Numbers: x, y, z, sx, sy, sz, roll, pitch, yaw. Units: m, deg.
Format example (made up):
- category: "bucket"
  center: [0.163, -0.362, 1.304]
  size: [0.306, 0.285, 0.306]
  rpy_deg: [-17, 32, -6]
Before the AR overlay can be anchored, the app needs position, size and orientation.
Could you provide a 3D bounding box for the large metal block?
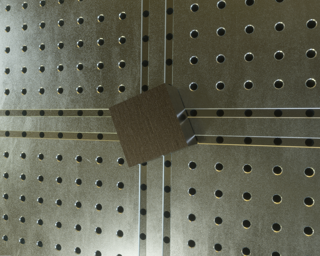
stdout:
- category: "large metal block"
  center: [-0.008, -0.002, 0.398]
  size: [0.080, 0.050, 0.080]
  rpy_deg: [-22, 83, 18]
